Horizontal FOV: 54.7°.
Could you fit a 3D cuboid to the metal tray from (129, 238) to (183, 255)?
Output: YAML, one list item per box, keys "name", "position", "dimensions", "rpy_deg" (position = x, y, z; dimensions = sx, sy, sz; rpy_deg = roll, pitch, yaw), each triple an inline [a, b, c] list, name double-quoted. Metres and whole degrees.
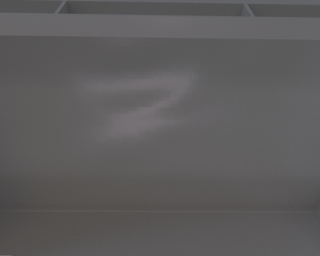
- name: "metal tray"
  position: [0.003, 0.270, 0.638]
  dimensions: [0.131, 0.030, 0.089]
  rpy_deg: [10, 130, -9]

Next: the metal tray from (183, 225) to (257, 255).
- name: "metal tray"
  position: [0.109, 0.231, 0.582]
  dimensions: [0.131, 0.030, 0.089]
  rpy_deg: [0, 105, -1]
